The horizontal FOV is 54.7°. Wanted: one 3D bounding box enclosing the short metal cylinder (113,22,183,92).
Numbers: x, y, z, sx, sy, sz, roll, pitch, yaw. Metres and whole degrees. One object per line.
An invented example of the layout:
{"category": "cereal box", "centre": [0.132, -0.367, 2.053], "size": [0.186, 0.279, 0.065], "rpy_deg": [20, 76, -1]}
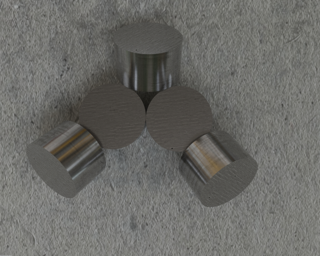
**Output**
{"category": "short metal cylinder", "centre": [-0.014, -0.088, 0.377], "size": [0.081, 0.080, 0.050], "rpy_deg": [2, 133, 0]}

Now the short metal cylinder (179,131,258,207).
{"category": "short metal cylinder", "centre": [0.070, 0.050, 0.378], "size": [0.080, 0.080, 0.050], "rpy_deg": [-37, 49, 0]}

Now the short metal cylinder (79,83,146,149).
{"category": "short metal cylinder", "centre": [-0.057, -0.014, 0.398], "size": [0.081, 0.050, 0.080], "rpy_deg": [0, 90, 0]}

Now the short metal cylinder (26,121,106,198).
{"category": "short metal cylinder", "centre": [-0.113, 0.038, 0.376], "size": [0.080, 0.080, 0.050], "rpy_deg": [46, 50, 0]}

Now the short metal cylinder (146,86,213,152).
{"category": "short metal cylinder", "centre": [0.023, -0.011, 0.398], "size": [0.081, 0.050, 0.080], "rpy_deg": [0, 90, 0]}
